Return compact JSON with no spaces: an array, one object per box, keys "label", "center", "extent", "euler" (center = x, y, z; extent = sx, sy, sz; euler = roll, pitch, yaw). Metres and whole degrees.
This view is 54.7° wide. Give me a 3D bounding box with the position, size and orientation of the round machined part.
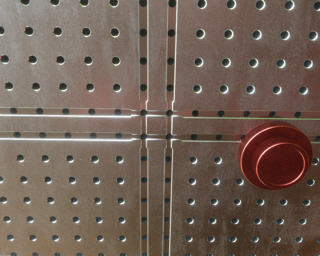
[{"label":"round machined part","center":[0.160,0.043,0.421],"extent":[0.099,0.042,0.097],"euler":[0,110,0]}]
